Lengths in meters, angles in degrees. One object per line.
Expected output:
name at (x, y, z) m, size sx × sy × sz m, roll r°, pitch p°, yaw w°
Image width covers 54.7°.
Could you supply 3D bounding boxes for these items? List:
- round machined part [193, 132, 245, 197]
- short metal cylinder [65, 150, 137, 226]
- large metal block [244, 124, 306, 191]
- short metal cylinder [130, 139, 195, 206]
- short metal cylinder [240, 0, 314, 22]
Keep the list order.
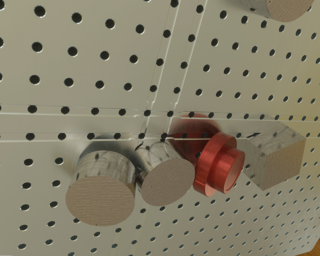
round machined part at (0.092, 0.058, 0.461) m, size 0.099 × 0.042 × 0.097 m, roll -38°, pitch 140°, yaw -40°
short metal cylinder at (-0.070, 0.075, 0.385) m, size 0.081 × 0.050 × 0.079 m, roll -1°, pitch 120°, yaw -1°
large metal block at (0.196, 0.050, 0.533) m, size 0.081 × 0.050 × 0.079 m, roll -20°, pitch 126°, yaw -17°
short metal cylinder at (0.002, 0.062, 0.434) m, size 0.081 × 0.050 × 0.079 m, roll -14°, pitch 124°, yaw -21°
short metal cylinder at (0.141, -0.171, 0.366) m, size 0.081 × 0.050 × 0.079 m, roll -14°, pitch 124°, yaw -21°
